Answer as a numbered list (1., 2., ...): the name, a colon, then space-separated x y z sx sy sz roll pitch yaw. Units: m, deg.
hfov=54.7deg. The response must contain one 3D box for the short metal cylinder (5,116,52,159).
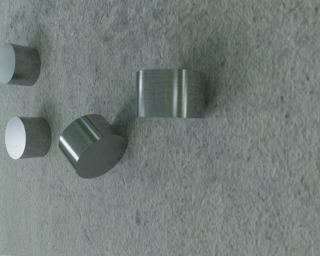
1. short metal cylinder: -0.253 0.018 0.594 0.080 0.050 0.079 0 90 39

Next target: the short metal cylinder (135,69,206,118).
1. short metal cylinder: 0.012 -0.037 0.358 0.080 0.081 0.050 3 92 39

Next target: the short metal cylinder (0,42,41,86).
1. short metal cylinder: -0.283 -0.125 0.618 0.080 0.050 0.079 0 90 39

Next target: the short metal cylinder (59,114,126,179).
1. short metal cylinder: -0.096 0.026 0.446 0.050 0.081 0.080 44 116 31
